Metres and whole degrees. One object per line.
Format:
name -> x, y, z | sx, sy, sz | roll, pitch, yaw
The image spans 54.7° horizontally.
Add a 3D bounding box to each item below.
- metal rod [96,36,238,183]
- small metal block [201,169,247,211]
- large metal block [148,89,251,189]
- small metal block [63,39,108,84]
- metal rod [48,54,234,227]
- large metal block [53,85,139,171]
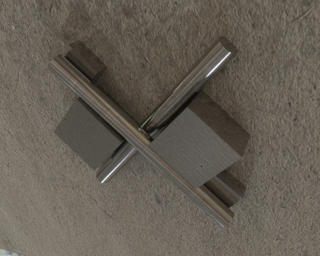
metal rod -> -0.011, -0.003, 0.413 | 0.025, 0.025, 0.298 | 43, 129, -2
small metal block -> 0.079, 0.083, 0.419 | 0.050, 0.025, 0.050 | 40, 129, 1
large metal block -> 0.047, 0.015, 0.376 | 0.080, 0.050, 0.080 | 43, 129, -2
small metal block -> -0.106, -0.080, 0.416 | 0.050, 0.025, 0.050 | 44, 129, -3
metal rod -> -0.023, 0.017, 0.398 | 0.300, 0.025, 0.025 | 43, 129, -2
large metal block -> -0.090, 0.001, 0.438 | 0.080, 0.050, 0.080 | 45, 129, -3
